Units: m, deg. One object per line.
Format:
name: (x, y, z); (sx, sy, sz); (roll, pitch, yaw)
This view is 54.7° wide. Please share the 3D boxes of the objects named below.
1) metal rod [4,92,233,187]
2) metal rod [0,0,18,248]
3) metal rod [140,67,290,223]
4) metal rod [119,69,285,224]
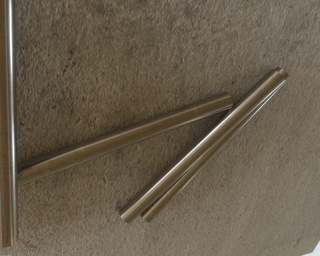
metal rod: (-0.042, 0.010, 0.390); (0.302, 0.025, 0.025); (-20, 126, -17)
metal rod: (-0.150, -0.013, 0.295); (0.025, 0.025, 0.298); (-2, 113, -28)
metal rod: (0.079, 0.028, 0.466); (0.300, 0.025, 0.025); (-47, 129, 5)
metal rod: (0.056, 0.029, 0.445); (0.300, 0.025, 0.025); (-44, 130, 6)
